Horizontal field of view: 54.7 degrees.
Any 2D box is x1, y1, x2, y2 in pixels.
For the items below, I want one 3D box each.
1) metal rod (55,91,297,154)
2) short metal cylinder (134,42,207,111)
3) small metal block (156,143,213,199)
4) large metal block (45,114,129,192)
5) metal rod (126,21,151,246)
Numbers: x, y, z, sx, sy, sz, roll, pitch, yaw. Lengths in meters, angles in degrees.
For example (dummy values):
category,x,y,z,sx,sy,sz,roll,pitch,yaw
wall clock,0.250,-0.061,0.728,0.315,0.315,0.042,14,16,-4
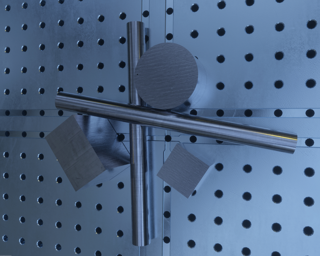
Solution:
category,x,y,z,sx,sy,sz,roll,pitch,yaw
metal rod,0.010,-0.009,0.388,0.301,0.025,0.025,11,94,11
short metal cylinder,0.015,-0.062,0.393,0.080,0.050,0.079,0,90,19
small metal block,0.032,0.054,0.401,0.050,0.025,0.050,35,101,16
large metal block,-0.090,0.030,0.413,0.050,0.080,0.080,-36,79,16
metal rod,-0.029,0.007,0.422,0.025,0.025,0.298,-2,89,19
